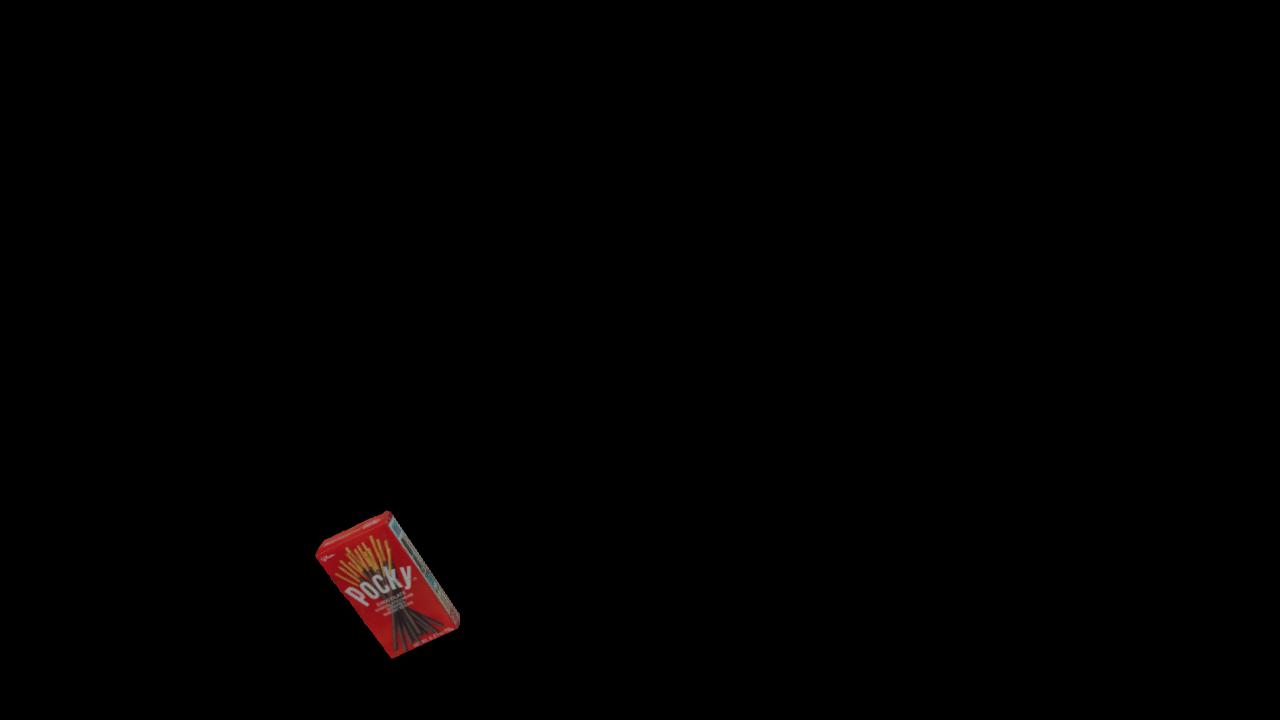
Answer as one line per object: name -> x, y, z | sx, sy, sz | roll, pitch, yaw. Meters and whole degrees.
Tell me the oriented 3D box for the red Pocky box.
red Pocky box -> -0.268, 0.244, 0.661 | 0.083, 0.155, 0.028 | -25, 18, 1
